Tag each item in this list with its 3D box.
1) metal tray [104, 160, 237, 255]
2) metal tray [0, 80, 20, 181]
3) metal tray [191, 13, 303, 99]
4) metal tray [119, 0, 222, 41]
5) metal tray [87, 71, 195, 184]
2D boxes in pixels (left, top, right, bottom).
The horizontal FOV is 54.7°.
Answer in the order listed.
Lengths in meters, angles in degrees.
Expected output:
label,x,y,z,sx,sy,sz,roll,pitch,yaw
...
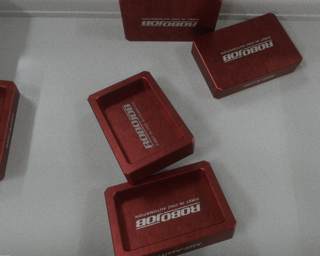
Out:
label,x,y,z,sx,sy,sz,roll,pitch,yaw
metal tray,0.009,0.096,0.355,0.131,0.030,0.090,-15,50,-6
metal tray,-0.240,0.000,0.395,0.091,0.030,0.130,5,70,-11
metal tray,0.122,-0.105,0.446,0.131,0.030,0.090,-20,71,-7
metal tray,0.014,-0.160,0.433,0.131,0.090,0.030,0,70,0
metal tray,-0.026,-0.006,0.392,0.090,0.030,0.130,-26,58,-9
